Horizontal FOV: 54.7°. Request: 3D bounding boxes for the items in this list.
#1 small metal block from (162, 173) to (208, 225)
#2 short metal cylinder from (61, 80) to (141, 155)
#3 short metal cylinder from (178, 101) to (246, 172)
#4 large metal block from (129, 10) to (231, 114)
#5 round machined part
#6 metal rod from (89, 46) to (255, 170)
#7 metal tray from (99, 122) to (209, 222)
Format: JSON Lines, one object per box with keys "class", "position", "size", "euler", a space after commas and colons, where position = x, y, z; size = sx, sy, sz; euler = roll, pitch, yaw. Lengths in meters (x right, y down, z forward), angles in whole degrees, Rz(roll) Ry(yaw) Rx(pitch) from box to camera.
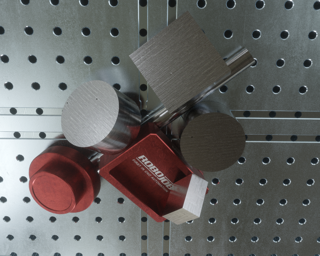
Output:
{"class": "small metal block", "position": [0.033, 0.093, 0.403], "size": [0.025, 0.050, 0.050], "euler": [32, 142, -13]}
{"class": "short metal cylinder", "position": [-0.070, -0.011, 0.373], "size": [0.080, 0.050, 0.080], "euler": [-7, 72, 24]}
{"class": "short metal cylinder", "position": [0.065, 0.010, 0.404], "size": [0.081, 0.050, 0.079], "euler": [0, 110, 0]}
{"class": "large metal block", "position": [0.025, -0.073, 0.361], "size": [0.080, 0.050, 0.080], "euler": [-35, 87, 12]}
{"class": "round machined part", "position": [-0.134, 0.076, 0.417], "size": [0.098, 0.042, 0.097], "euler": [7, 117, 14]}
{"class": "metal rod", "position": [-0.009, -0.005, 0.413], "size": [0.300, 0.025, 0.025], "euler": [-35, 107, 12]}
{"class": "metal tray", "position": [-0.006, 0.064, 0.419], "size": [0.090, 0.030, 0.130], "euler": [-36, 119, 12]}
